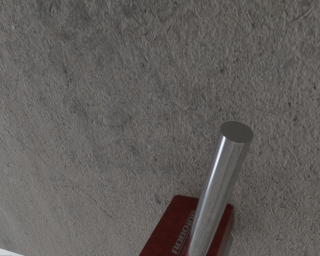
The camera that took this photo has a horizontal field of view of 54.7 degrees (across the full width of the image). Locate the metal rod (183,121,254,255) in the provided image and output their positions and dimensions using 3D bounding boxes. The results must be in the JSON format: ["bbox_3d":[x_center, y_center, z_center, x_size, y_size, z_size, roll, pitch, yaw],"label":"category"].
[{"bbox_3d":[0.043,0.116,0.327,0.025,0.025,0.298,21,132,16],"label":"metal rod"}]

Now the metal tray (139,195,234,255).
[{"bbox_3d":[0.039,0.148,0.410,0.090,0.131,0.030,5,120,26],"label":"metal tray"}]

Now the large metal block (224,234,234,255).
[{"bbox_3d":[0.048,0.169,0.439,0.080,0.080,0.050,-12,114,35],"label":"large metal block"}]
